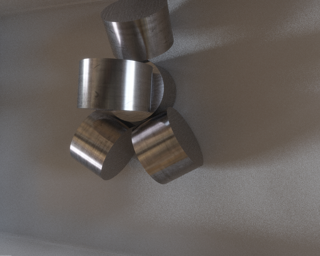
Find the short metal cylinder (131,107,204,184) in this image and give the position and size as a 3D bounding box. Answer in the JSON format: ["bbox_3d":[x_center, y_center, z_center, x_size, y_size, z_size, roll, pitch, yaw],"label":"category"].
[{"bbox_3d":[0.010,0.021,0.376,0.050,0.080,0.080,-30,80,18],"label":"short metal cylinder"}]

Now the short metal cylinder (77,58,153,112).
[{"bbox_3d":[-0.050,-0.044,0.343,0.080,0.080,0.050,4,91,20],"label":"short metal cylinder"}]

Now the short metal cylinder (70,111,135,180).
[{"bbox_3d":[-0.069,0.021,0.404,0.050,0.080,0.080,31,100,18],"label":"short metal cylinder"}]

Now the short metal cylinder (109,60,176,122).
[{"bbox_3d":[-0.025,-0.047,0.403,0.080,0.050,0.080,0,90,20],"label":"short metal cylinder"}]

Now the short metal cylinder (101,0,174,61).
[{"bbox_3d":[-0.027,-0.125,0.382,0.080,0.080,0.050,4,134,20],"label":"short metal cylinder"}]
